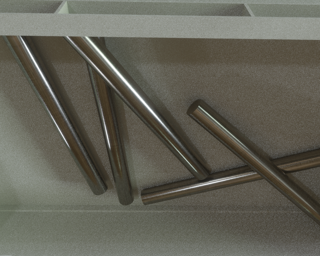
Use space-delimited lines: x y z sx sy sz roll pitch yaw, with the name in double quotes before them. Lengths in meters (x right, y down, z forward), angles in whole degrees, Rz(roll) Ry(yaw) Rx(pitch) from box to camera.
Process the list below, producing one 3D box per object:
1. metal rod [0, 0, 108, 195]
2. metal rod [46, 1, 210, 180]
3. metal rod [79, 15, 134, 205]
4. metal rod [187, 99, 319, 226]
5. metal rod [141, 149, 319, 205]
"metal rod" -0.127 -0.015 0.394 0.025 0.025 0.299 -10 130 8
"metal rod" -0.014 -0.019 0.372 0.025 0.025 0.300 -25 132 20
"metal rod" -0.064 0.003 0.410 0.025 0.025 0.298 -3 130 2
"metal rod" 0.154 0.062 0.433 0.301 0.025 0.025 38 121 -18
"metal rod" 0.115 0.075 0.473 0.301 0.025 0.025 -15 129 12
